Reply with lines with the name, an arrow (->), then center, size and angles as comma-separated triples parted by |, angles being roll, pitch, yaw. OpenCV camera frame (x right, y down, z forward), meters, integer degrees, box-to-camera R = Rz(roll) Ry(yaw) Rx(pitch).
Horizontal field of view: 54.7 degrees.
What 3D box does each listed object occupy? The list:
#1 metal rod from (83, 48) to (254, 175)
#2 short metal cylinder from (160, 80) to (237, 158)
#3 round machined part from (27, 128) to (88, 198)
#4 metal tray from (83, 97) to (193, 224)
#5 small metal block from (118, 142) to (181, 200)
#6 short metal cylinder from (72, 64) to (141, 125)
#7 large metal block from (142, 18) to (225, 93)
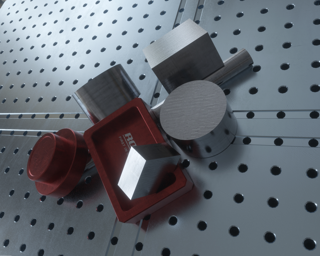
metal rod -> -0.010, -0.013, 0.424 | 0.300, 0.025, 0.025 | -33, 52, 7
short metal cylinder -> 0.047, -0.010, 0.373 | 0.080, 0.050, 0.080 | -13, 56, 21
round machined part -> -0.147, 0.045, 0.431 | 0.098, 0.042, 0.098 | -22, 54, 35
metal tray -> -0.030, 0.038, 0.379 | 0.090, 0.030, 0.130 | -33, 64, 7
small metal block -> -0.011, 0.045, 0.333 | 0.025, 0.050, 0.050 | 40, 120, 37
short metal cylinder -> -0.074, -0.046, 0.433 | 0.080, 0.050, 0.080 | -33, 8, 6
large metal block -> 0.028, -0.097, 0.422 | 0.080, 0.050, 0.080 | -32, 32, 7
